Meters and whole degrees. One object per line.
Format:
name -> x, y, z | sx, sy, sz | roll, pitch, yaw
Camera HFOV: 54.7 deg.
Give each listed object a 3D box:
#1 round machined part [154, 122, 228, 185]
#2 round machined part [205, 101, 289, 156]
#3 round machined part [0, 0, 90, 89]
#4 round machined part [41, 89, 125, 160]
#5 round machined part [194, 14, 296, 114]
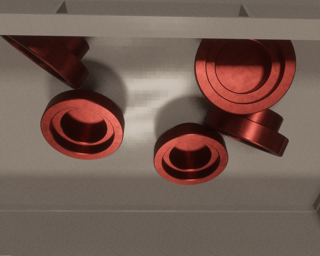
round machined part -> 0.041, 0.031, 0.425 | 0.099, 0.042, 0.097 | 0, 131, 0
round machined part -> 0.107, -0.005, 0.372 | 0.099, 0.098, 0.042 | 24, 91, -19
round machined part -> -0.109, -0.084, 0.301 | 0.098, 0.098, 0.042 | 39, 82, -29
round machined part -> -0.094, -0.008, 0.389 | 0.099, 0.042, 0.097 | -1, 130, 0
round machined part -> 0.085, -0.064, 0.325 | 0.099, 0.042, 0.097 | 0, 97, 4
